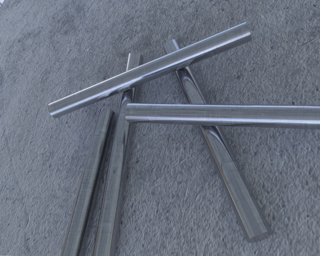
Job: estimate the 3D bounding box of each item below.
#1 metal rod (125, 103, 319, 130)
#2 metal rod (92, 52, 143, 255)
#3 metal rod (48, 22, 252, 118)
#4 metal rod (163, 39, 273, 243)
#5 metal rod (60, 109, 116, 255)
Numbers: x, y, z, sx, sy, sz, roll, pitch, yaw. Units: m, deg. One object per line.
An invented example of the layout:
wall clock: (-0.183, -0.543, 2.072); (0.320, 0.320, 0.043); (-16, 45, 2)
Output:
metal rod: (0.103, -0.013, 0.333); (0.301, 0.025, 0.025); (2, 63, 21)
metal rod: (-0.051, 0.018, 0.419); (0.025, 0.025, 0.299); (-9, 58, 24)
metal rod: (-0.025, -0.074, 0.428); (0.301, 0.025, 0.025); (-19, 54, 16)
metal rod: (0.056, -0.011, 0.381); (0.025, 0.025, 0.299); (-27, 52, 11)
metal rod: (-0.098, 0.109, 0.388); (0.025, 0.025, 0.300); (-6, 59, 25)
